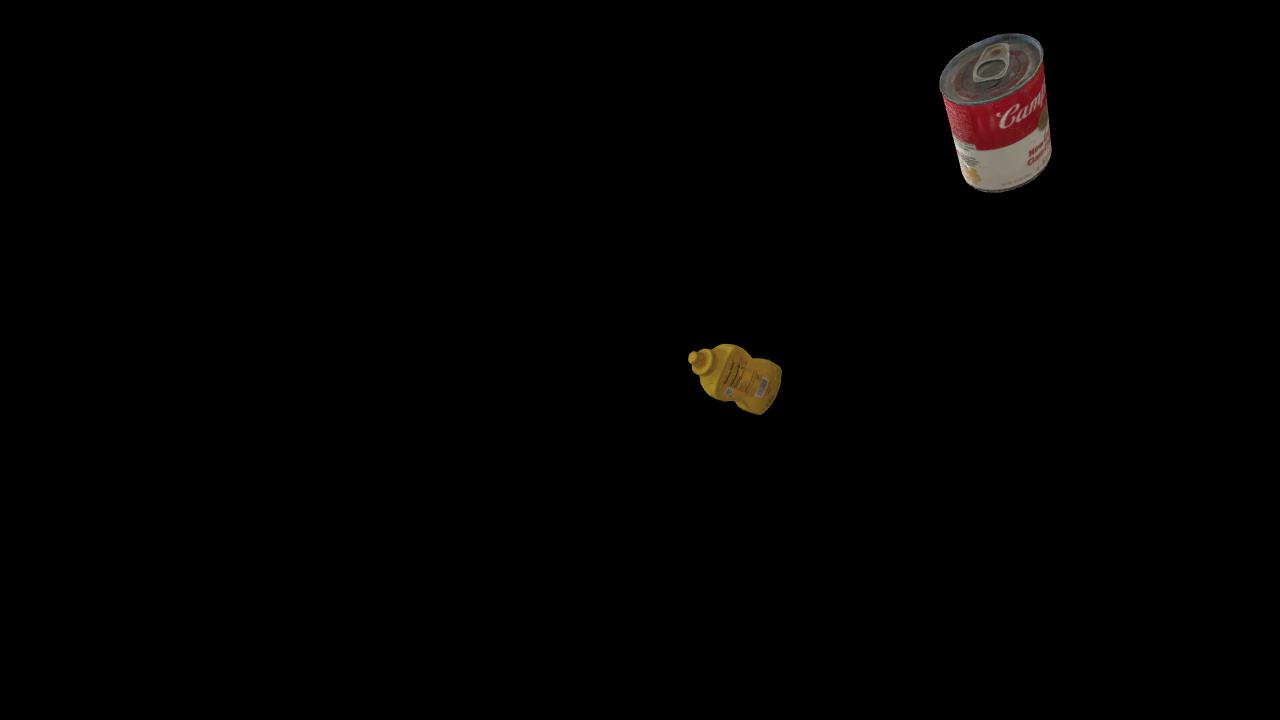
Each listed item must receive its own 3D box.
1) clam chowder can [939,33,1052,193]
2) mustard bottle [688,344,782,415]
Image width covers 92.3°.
[{"bbox_3d":[0.283,-0.191,0.487,0.068,0.068,0.102,0,-28,37],"label":"clam chowder can"},{"bbox_3d":[0.143,0.022,0.961,0.184,0.092,0.054,22,7,-38],"label":"mustard bottle"}]
